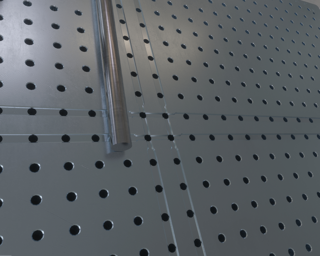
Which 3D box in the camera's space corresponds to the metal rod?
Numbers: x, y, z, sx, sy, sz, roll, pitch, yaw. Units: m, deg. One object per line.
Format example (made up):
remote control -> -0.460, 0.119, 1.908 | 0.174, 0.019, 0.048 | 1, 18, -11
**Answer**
metal rod -> -0.071, -0.109, 0.436 | 0.025, 0.025, 0.299 | 4, 60, -27
